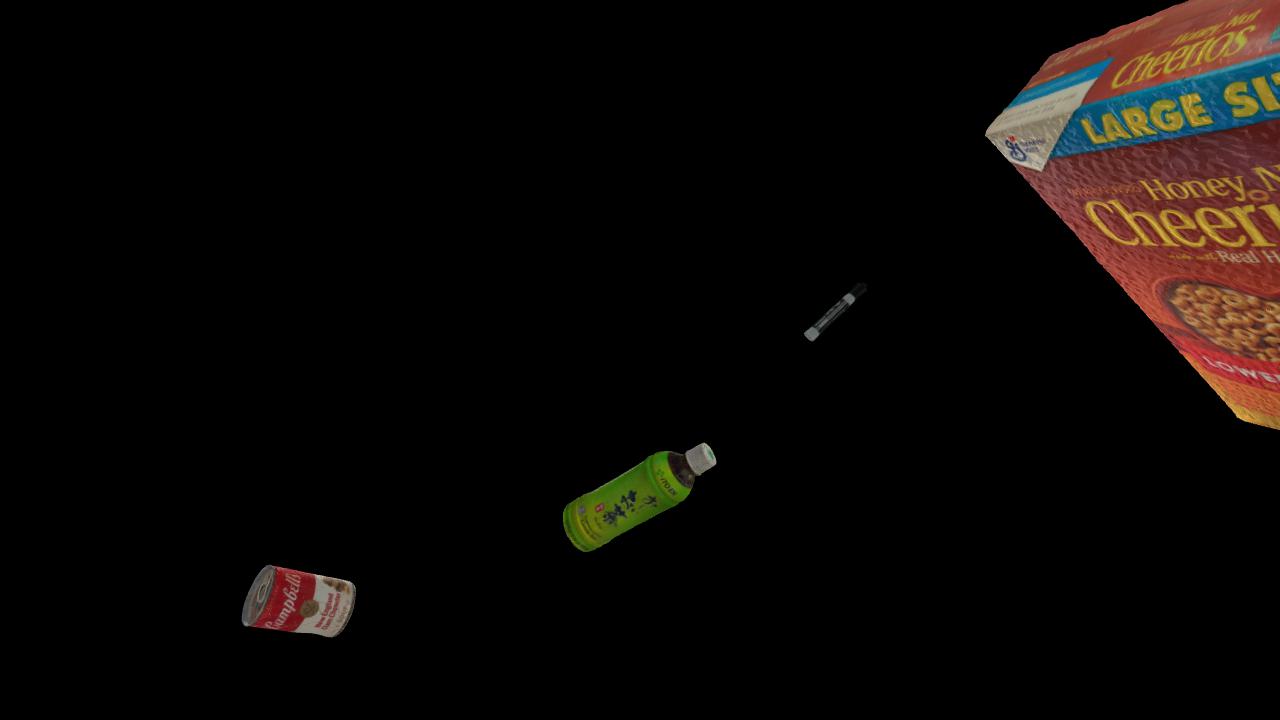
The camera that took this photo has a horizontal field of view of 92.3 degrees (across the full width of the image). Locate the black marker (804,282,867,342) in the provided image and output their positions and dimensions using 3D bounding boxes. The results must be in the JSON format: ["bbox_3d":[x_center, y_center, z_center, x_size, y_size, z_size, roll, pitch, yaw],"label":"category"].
[{"bbox_3d":[0.303,-0.076,0.947,0.121,0.020,0.020,-43,1,-1],"label":"black marker"}]

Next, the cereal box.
[{"bbox_3d":[0.362,-0.058,0.324,0.306,0.081,0.203,39,2,-13],"label":"cereal box"}]

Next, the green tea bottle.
[{"bbox_3d":[0.000,0.165,0.768,0.212,0.073,0.073,-36,-14,21],"label":"green tea bottle"}]

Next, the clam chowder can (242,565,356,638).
[{"bbox_3d":[-0.406,0.290,0.737,0.068,0.068,0.102,0,-25,46],"label":"clam chowder can"}]
